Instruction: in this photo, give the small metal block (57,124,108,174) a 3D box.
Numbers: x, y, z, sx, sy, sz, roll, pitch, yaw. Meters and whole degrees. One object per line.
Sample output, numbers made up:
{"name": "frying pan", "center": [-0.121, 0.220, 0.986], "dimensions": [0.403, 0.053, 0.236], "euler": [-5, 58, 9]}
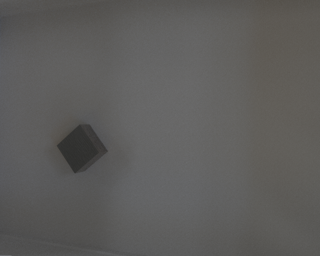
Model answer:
{"name": "small metal block", "center": [-0.113, 0.030, 0.451], "dimensions": [0.050, 0.025, 0.050], "euler": [-40, 78, 15]}
